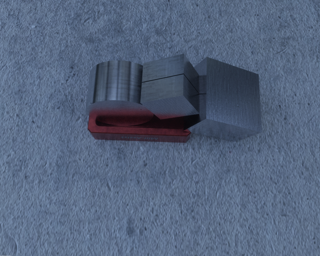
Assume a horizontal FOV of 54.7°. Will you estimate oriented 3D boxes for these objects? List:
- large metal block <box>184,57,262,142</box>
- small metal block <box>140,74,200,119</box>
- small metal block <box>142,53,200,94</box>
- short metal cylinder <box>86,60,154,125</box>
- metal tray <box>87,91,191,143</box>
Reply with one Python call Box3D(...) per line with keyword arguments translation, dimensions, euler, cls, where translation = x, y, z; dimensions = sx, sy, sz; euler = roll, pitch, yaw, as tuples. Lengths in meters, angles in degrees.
Box3D(translation=(0.079, -0.033, 0.393), dimensions=(0.081, 0.050, 0.080), euler=(12, 68, -23), cls="large metal block")
Box3D(translation=(0.013, -0.033, 0.352), dimensions=(0.050, 0.050, 0.025), euler=(-8, 67, 25), cls="small metal block")
Box3D(translation=(0.014, -0.058, 0.362), dimensions=(0.050, 0.050, 0.025), euler=(-8, 67, 25), cls="small metal block")
Box3D(translation=(-0.047, -0.040, 0.381), dimensions=(0.081, 0.080, 0.050), euler=(1, 70, 0), cls="short metal cylinder")
Box3D(translation=(-0.024, -0.029, 0.417), dimensions=(0.131, 0.030, 0.090), euler=(2, 70, 0), cls="metal tray")
